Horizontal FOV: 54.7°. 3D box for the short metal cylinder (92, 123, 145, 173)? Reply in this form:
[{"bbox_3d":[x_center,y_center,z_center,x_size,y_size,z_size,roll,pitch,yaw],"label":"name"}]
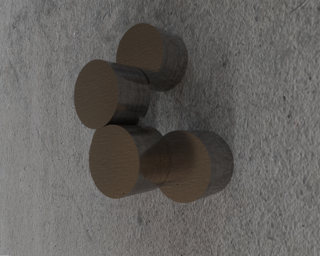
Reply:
[{"bbox_3d":[-0.051,0.030,0.432,0.080,0.050,0.080,0,90,40],"label":"short metal cylinder"}]

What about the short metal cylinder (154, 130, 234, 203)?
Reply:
[{"bbox_3d":[0.037,0.042,0.359,0.080,0.050,0.080,0,90,40],"label":"short metal cylinder"}]

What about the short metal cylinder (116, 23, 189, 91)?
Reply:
[{"bbox_3d":[-0.011,-0.088,0.399,0.080,0.050,0.080,0,90,40],"label":"short metal cylinder"}]

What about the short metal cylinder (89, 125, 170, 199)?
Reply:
[{"bbox_3d":[-0.035,0.036,0.353,0.080,0.050,0.080,0,90,39],"label":"short metal cylinder"}]

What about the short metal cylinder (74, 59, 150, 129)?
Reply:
[{"bbox_3d":[-0.058,-0.038,0.372,0.080,0.050,0.080,0,90,40],"label":"short metal cylinder"}]
